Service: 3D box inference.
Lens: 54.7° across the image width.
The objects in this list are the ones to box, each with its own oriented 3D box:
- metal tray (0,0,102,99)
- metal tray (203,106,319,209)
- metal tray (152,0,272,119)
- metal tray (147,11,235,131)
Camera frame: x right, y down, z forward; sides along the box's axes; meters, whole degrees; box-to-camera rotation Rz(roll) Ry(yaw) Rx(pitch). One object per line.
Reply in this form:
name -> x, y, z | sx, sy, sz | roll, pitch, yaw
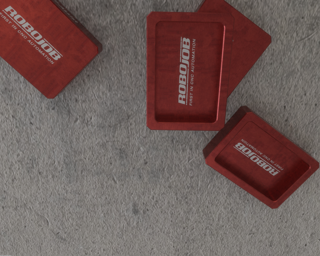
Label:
metal tray -> -0.146, -0.110, 0.365 | 0.090, 0.030, 0.130 | -42, 105, 13
metal tray -> 0.136, 0.042, 0.423 | 0.130, 0.030, 0.090 | 35, 106, -12
metal tray -> 0.057, -0.081, 0.378 | 0.090, 0.030, 0.129 | 33, 107, -12
metal tray -> 0.031, -0.062, 0.351 | 0.091, 0.030, 0.129 | 1, 110, -1
